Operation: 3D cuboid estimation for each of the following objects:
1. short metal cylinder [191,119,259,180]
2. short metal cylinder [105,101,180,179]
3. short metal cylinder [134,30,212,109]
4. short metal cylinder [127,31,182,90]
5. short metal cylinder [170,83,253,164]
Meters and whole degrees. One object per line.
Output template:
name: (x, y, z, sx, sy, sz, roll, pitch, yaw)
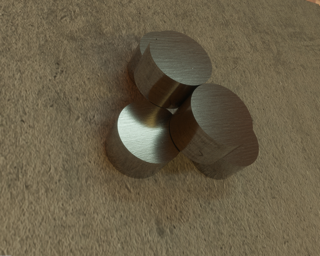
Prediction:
short metal cylinder: (0.085, 0.024, 0.419, 0.081, 0.050, 0.080, 14, 56, -21)
short metal cylinder: (-0.020, 0.015, 0.369, 0.081, 0.050, 0.080, 14, 56, -21)
short metal cylinder: (0.015, -0.070, 0.375, 0.081, 0.050, 0.080, 13, 56, -20)
short metal cylinder: (-0.001, -0.091, 0.444, 0.081, 0.050, 0.080, 14, 56, -21)
short metal cylinder: (0.058, -0.005, 0.358, 0.081, 0.050, 0.080, 14, 56, -21)
